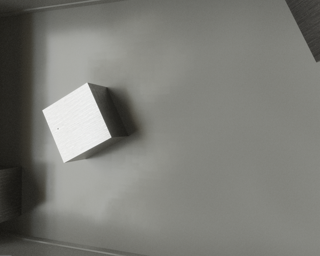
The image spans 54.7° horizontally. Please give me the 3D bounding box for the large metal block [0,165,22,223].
[{"bbox_3d":[-0.262,0.102,0.474,0.050,0.080,0.080,1,90,20],"label":"large metal block"}]

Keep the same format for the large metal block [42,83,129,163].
[{"bbox_3d":[-0.103,-0.006,0.434,0.080,0.050,0.080,-28,81,18],"label":"large metal block"}]

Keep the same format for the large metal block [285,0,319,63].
[{"bbox_3d":[0.188,-0.123,0.311,0.080,0.050,0.080,-33,77,54],"label":"large metal block"}]
